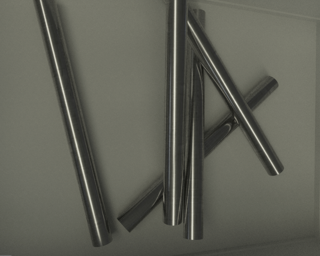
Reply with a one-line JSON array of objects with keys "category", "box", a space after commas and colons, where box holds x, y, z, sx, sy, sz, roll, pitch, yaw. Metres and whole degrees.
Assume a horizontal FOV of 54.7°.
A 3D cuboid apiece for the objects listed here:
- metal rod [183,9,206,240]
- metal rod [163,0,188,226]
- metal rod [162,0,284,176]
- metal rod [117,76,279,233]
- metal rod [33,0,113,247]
[{"category": "metal rod", "box": [0.046, -0.011, 0.407, 0.025, 0.025, 0.298, 5, 81, -20]}, {"category": "metal rod", "box": [0.018, -0.028, 0.369, 0.025, 0.025, 0.298, -3, 101, -20]}, {"category": "metal rod", "box": [0.087, -0.056, 0.409, 0.025, 0.025, 0.299, -40, 107, -16]}, {"category": "metal rod", "box": [0.062, 0.027, 0.433, 0.301, 0.025, 0.025, -42, 103, -15]}, {"category": "metal rod", "box": [-0.103, -0.004, 0.372, 0.025, 0.025, 0.298, -14, 95, -20]}]
